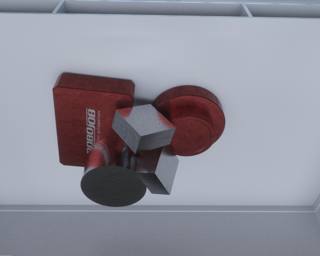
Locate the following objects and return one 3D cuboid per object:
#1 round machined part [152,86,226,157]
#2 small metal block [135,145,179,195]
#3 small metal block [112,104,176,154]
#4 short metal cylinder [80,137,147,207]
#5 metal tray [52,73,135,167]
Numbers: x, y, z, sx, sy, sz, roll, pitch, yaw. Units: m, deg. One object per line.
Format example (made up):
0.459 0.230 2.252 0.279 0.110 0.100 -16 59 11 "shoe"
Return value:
0.034 -0.002 0.395 0.099 0.042 0.097 -1 130 0 "round machined part"
-0.002 0.047 0.379 0.025 0.050 0.050 -2 140 26 "small metal block"
-0.019 -0.001 0.356 0.050 0.050 0.025 -13 135 -39 "small metal block"
-0.057 0.057 0.399 0.081 0.050 0.079 0 130 0 "short metal cylinder"
-0.083 -0.003 0.397 0.091 0.030 0.129 6 130 -6 "metal tray"
